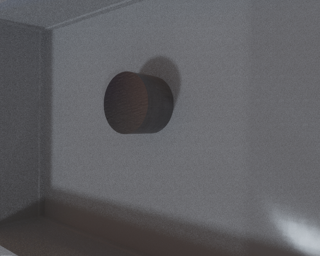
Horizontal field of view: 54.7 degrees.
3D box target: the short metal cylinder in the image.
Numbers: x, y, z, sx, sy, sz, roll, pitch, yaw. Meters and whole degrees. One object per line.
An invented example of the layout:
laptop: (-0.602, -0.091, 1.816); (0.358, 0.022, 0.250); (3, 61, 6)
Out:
short metal cylinder: (-0.029, -0.032, 0.412); (0.080, 0.050, 0.079); (0, 90, 39)
